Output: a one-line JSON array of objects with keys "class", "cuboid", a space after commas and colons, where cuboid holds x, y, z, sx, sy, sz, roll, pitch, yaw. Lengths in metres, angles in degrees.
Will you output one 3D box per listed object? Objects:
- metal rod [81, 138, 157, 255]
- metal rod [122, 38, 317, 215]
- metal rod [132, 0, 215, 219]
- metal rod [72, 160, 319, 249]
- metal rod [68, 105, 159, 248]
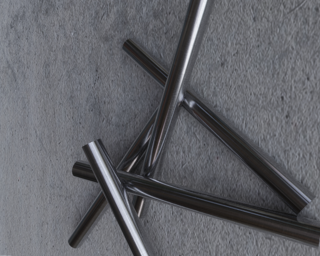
[{"class": "metal rod", "cuboid": [-0.017, 0.152, 0.367, 0.025, 0.025, 0.299, -26, 89, 37]}, {"class": "metal rod", "cuboid": [0.048, -0.021, 0.364, 0.300, 0.025, 0.025, 46, 118, 29]}, {"class": "metal rod", "cuboid": [0.008, -0.014, 0.367, 0.025, 0.025, 0.298, 34, 120, 34]}, {"class": "metal rod", "cuboid": [0.017, 0.077, 0.357, 0.300, 0.025, 0.025, 9, 96, 29]}, {"class": "metal rod", "cuboid": [-0.064, 0.080, 0.455, 0.025, 0.025, 0.298, 50, 119, 28]}]
